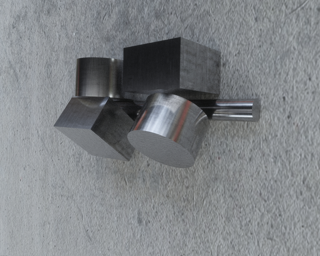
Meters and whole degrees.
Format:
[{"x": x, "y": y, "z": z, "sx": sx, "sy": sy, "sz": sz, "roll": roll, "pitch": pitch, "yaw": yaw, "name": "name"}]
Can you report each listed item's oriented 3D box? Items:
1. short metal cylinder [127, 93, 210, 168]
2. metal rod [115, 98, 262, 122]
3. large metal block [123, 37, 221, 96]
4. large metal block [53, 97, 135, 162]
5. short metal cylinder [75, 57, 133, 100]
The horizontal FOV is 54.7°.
[{"x": 0.010, "y": 0.004, "z": 0.354, "sx": 0.080, "sy": 0.080, "sz": 0.050, "roll": 2, "pitch": 57, "yaw": 40, "name": "short metal cylinder"}, {"x": -0.014, "y": -0.025, "z": 0.420, "sx": 0.300, "sy": 0.025, "sz": 0.025, "roll": 3, "pitch": 92, "yaw": 39, "name": "metal rod"}, {"x": 0.015, "y": -0.065, "z": 0.358, "sx": 0.080, "sy": 0.081, "sz": 0.050, "roll": 2, "pitch": 92, "yaw": 40, "name": "large metal block"}, {"x": -0.084, "y": 0.001, "z": 0.432, "sx": 0.080, "sy": 0.080, "sz": 0.050, "roll": 4, "pitch": 58, "yaw": 39, "name": "large metal block"}, {"x": -0.077, "y": -0.067, "z": 0.434, "sx": 0.080, "sy": 0.081, "sz": 0.050, "roll": 5, "pitch": 93, "yaw": 40, "name": "short metal cylinder"}]
